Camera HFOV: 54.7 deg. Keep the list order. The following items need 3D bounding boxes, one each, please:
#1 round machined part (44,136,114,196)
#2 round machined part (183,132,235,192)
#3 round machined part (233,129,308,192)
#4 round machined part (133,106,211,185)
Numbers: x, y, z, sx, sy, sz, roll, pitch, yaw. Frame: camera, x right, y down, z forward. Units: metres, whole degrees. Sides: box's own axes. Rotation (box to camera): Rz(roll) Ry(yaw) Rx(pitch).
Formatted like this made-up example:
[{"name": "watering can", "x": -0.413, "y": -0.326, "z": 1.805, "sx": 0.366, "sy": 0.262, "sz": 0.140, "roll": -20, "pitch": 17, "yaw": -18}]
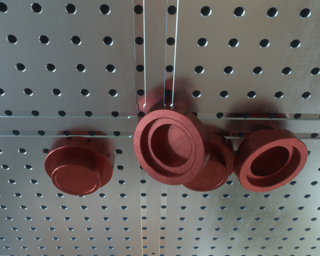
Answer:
[{"name": "round machined part", "x": -0.118, "y": 0.062, "z": 0.451, "sx": 0.099, "sy": 0.042, "sz": 0.097, "roll": -1, "pitch": 130, "yaw": 0}, {"name": "round machined part", "x": 0.062, "y": 0.055, "z": 0.449, "sx": 0.099, "sy": 0.042, "sz": 0.097, "roll": 0, "pitch": 130, "yaw": 0}, {"name": "round machined part", "x": 0.147, "y": 0.040, "z": 0.428, "sx": 0.099, "sy": 0.042, "sz": 0.097, "roll": -8, "pitch": 127, "yaw": -10}, {"name": "round machined part", "x": 0.019, "y": 0.020, "z": 0.397, "sx": 0.098, "sy": 0.042, "sz": 0.097, "roll": 7, "pitch": 106, "yaw": 27}]
